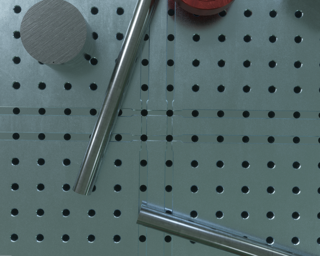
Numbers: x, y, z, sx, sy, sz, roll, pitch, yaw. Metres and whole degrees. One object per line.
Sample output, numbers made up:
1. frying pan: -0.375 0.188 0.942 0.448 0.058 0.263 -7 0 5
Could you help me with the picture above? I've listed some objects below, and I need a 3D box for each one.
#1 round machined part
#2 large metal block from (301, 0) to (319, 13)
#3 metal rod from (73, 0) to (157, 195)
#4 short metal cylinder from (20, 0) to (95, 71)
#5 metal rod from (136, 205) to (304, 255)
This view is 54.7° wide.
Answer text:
1. round machined part: 0.058 -0.195 0.405 0.099 0.042 0.097 0 90 0
2. large metal block: 0.231 -0.200 0.402 0.080 0.050 0.080 34 90 0
3. metal rod: -0.056 -0.056 0.412 0.025 0.025 0.299 19 90 0
4. short metal cylinder: -0.129 -0.117 0.400 0.081 0.050 0.080 0 90 0
5. metal rod: 0.116 0.160 0.414 0.302 0.025 0.025 17 90 0
